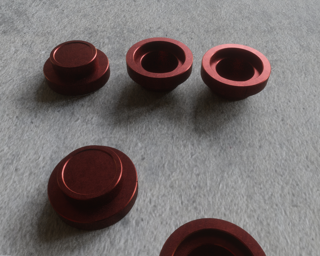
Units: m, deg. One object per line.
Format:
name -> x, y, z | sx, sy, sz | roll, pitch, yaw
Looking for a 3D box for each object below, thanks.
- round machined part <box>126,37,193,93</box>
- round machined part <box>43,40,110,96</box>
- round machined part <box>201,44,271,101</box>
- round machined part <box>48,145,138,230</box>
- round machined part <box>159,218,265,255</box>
round machined part -> -0.001, -0.092, 0.469 | 0.099, 0.042, 0.098 | 0, 50, 0
round machined part -> -0.128, -0.097, 0.472 | 0.099, 0.042, 0.098 | 0, 50, 0
round machined part -> 0.109, -0.079, 0.460 | 0.099, 0.042, 0.098 | 0, 50, 0
round machined part -> -0.074, 0.058, 0.343 | 0.099, 0.042, 0.098 | 0, 50, 0
round machined part -> 0.046, 0.136, 0.279 | 0.099, 0.042, 0.098 | 0, 50, 0
